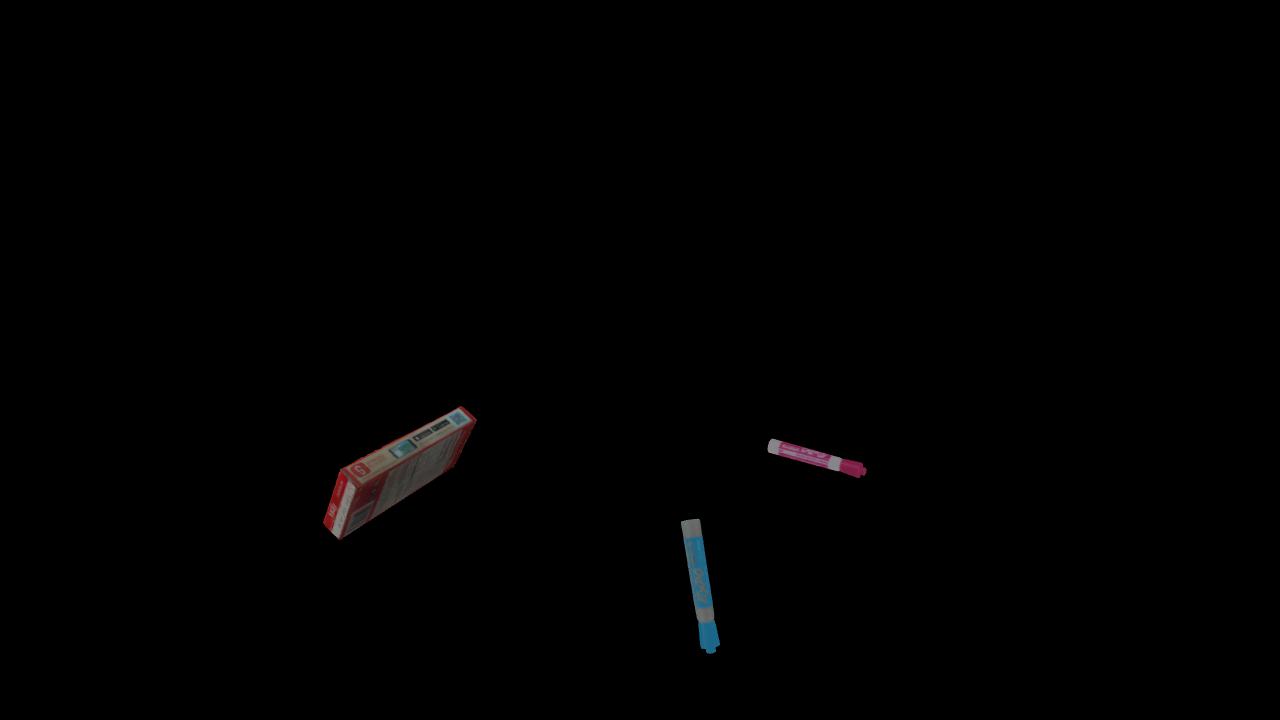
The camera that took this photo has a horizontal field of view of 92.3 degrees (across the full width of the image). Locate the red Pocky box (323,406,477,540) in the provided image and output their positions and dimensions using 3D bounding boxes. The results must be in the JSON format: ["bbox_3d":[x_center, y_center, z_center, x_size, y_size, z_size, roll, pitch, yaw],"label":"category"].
[{"bbox_3d":[-0.235,0.108,0.614,0.028,0.083,0.155,38,31,11],"label":"red Pocky box"}]

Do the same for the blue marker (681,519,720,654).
[{"bbox_3d":[0.058,0.213,0.582,0.020,0.121,0.020,-8,-10,-2],"label":"blue marker"}]

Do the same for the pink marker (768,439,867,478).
[{"bbox_3d":[0.216,0.120,0.755,0.121,0.020,0.020,12,7,35],"label":"pink marker"}]
